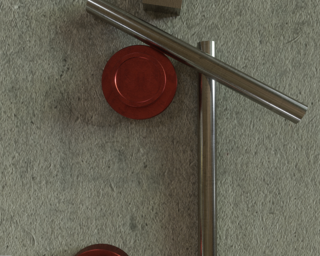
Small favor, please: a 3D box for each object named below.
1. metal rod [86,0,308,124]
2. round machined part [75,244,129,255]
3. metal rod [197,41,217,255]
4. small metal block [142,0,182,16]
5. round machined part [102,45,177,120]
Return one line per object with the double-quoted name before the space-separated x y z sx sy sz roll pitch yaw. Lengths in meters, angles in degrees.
"metal rod" 0.038 -0.090 0.388 0.301 0.025 0.025 30 90 8
"round machined part" -0.080 0.206 0.401 0.099 0.042 0.097 0 90 0
"metal rod" 0.062 0.037 0.410 0.025 0.025 0.298 0 90 0
"small metal block" 0.006 -0.182 0.410 0.050 0.025 0.050 8 90 0
"round machined part" -0.027 -0.060 0.401 0.099 0.042 0.097 0 90 0
